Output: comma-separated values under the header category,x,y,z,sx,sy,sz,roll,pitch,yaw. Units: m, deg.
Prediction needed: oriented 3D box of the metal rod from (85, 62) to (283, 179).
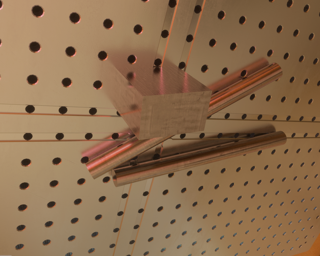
category,x,y,z,sx,sy,sz,roll,pitch,yaw
metal rod,0.040,-0.015,0.425,0.302,0.025,0.025,-28,128,-11

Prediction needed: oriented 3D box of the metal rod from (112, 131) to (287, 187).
category,x,y,z,sx,sy,sz,roll,pitch,yaw
metal rod,0.075,0.043,0.480,0.303,0.025,0.025,-11,123,-23

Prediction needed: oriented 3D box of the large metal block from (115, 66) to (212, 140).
category,x,y,z,sx,sy,sz,roll,pitch,yaw
large metal block,0.000,-0.033,0.357,0.081,0.080,0.050,-7,122,-25
